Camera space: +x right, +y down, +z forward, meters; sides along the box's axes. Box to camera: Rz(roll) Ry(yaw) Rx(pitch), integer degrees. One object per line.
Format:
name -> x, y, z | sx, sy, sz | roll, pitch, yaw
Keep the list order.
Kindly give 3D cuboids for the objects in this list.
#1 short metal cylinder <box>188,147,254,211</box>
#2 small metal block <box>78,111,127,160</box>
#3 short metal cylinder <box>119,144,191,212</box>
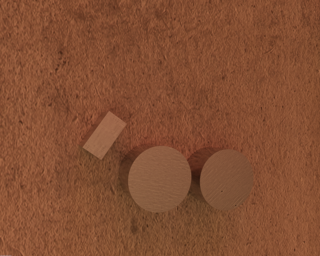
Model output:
short metal cylinder -> 0.079, 0.067, 0.425 | 0.081, 0.050, 0.080 | 0, 90, -20
small metal block -> -0.070, 0.008, 0.370 | 0.025, 0.050, 0.050 | 37, 78, -16
short metal cylinder -> -0.007, 0.061, 0.393 | 0.081, 0.050, 0.080 | 0, 90, -20
